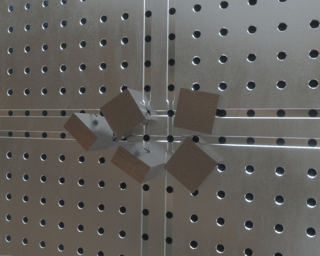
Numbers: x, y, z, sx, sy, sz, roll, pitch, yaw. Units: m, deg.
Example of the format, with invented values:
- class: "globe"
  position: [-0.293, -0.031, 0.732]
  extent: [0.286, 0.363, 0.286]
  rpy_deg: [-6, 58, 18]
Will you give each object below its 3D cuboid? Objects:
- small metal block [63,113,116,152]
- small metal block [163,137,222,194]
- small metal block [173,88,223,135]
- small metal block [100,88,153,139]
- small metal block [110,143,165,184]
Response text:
- class: "small metal block"
  position: [-0.097, 0.005, 0.434]
  extent: [0.050, 0.050, 0.025]
  rpy_deg: [44, 104, 15]
- class: "small metal block"
  position: [0.042, 0.047, 0.398]
  extent: [0.050, 0.025, 0.050]
  rpy_deg: [40, 103, 15]
- class: "small metal block"
  position: [0.049, -0.021, 0.396]
  extent: [0.050, 0.025, 0.050]
  rpy_deg: [12, 94, 19]
- class: "small metal block"
  position: [-0.047, -0.019, 0.430]
  extent: [0.050, 0.025, 0.050]
  rpy_deg: [-34, 79, 17]
- class: "small metal block"
  position: [-0.029, 0.045, 0.410]
  extent: [0.050, 0.050, 0.025]
  rpy_deg: [33, 101, 17]
